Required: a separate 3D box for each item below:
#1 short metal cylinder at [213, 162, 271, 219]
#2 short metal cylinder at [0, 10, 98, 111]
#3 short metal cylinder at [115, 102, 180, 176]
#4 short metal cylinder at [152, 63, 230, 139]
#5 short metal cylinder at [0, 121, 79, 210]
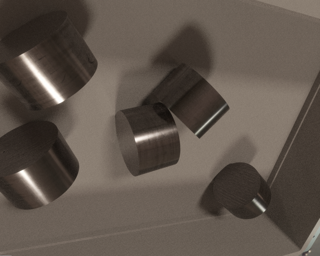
[{"bbox_3d":[0.136,0.104,0.515,0.080,0.080,0.050,-44,130,2],"label":"short metal cylinder"},{"bbox_3d":[-0.105,-0.061,0.279,0.080,0.080,0.050,-34,129,-6],"label":"short metal cylinder"},{"bbox_3d":[-0.017,0.013,0.373,0.050,0.080,0.079,-14,125,-21],"label":"short metal cylinder"},{"bbox_3d":[0.037,-0.032,0.375,0.050,0.080,0.080,-46,130,3],"label":"short metal cylinder"},{"bbox_3d":[-0.133,0.037,0.324,0.080,0.080,0.050,-28,128,-11],"label":"short metal cylinder"}]
